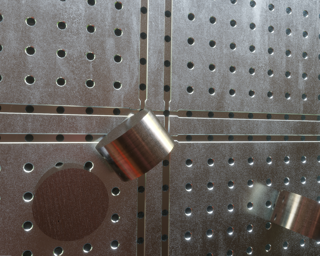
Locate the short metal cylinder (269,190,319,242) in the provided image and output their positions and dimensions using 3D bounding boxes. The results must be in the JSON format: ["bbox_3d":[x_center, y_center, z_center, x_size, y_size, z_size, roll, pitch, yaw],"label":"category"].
[{"bbox_3d":[0.211,0.132,0.464,0.080,0.080,0.050,25,82,-19],"label":"short metal cylinder"}]

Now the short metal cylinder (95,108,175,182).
[{"bbox_3d":[-0.030,0.019,0.373,0.080,0.080,0.050,-39,103,-16],"label":"short metal cylinder"}]

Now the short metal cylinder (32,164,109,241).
[{"bbox_3d":[-0.105,0.083,0.361,0.081,0.050,0.079,0,90,-20],"label":"short metal cylinder"}]
